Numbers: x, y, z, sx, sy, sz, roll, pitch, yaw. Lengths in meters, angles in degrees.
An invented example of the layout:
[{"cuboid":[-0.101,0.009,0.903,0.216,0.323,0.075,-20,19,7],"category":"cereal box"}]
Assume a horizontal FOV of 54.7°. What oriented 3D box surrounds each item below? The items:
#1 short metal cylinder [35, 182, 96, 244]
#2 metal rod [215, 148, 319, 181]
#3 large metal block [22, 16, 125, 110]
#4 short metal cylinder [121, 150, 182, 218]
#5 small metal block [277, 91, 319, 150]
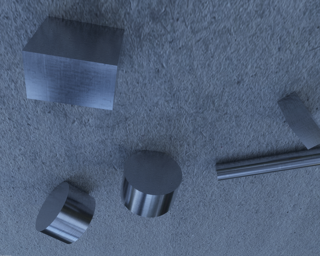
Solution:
[{"cuboid":[-0.146,0.131,0.481,0.080,0.080,0.050,-36,122,26],"category":"short metal cylinder"},{"cuboid":[0.232,0.040,0.445,0.301,0.025,0.025,-10,130,8],"category":"metal rod"},{"cuboid":[-0.082,-0.067,0.313,0.081,0.080,0.050,8,130,-7],"category":"large metal block"},{"cuboid":[-0.013,0.078,0.437,0.081,0.080,0.050,8,130,-7],"category":"short metal cylinder"},{"cuboid":[0.176,-0.010,0.385,0.025,0.050,0.050,-34,123,25],"category":"small metal block"}]
